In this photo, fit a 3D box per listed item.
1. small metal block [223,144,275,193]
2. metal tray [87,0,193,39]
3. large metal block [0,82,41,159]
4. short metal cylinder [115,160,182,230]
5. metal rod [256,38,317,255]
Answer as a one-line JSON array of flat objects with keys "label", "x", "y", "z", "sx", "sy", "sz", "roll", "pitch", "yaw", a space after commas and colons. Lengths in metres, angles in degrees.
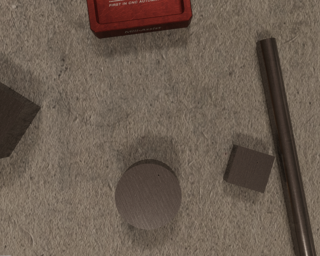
[{"label": "small metal block", "x": 0.118, "y": 0.053, "z": 0.412, "sx": 0.050, "sy": 0.025, "sz": 0.050, "roll": 17, "pitch": 90, "yaw": -1}, {"label": "metal tray", "x": -0.029, "y": -0.173, "z": 0.406, "sx": 0.131, "sy": 0.030, "sz": 0.089, "roll": -8, "pitch": 90, "yaw": -1}, {"label": "large metal block", "x": -0.217, "y": -0.016, "z": 0.395, "sx": 0.080, "sy": 0.050, "sz": 0.080, "roll": 32, "pitch": 90, "yaw": -1}, {"label": "short metal cylinder", "x": -0.014, "y": 0.082, "z": 0.397, "sx": 0.081, "sy": 0.050, "sz": 0.079, "roll": 0, "pitch": 90, "yaw": -1}, {"label": "metal rod", "x": 0.168, "y": 0.031, "z": 0.412, "sx": 0.025, "sy": 0.025, "sz": 0.298, "roll": -11, "pitch": 90, "yaw": 0}]
